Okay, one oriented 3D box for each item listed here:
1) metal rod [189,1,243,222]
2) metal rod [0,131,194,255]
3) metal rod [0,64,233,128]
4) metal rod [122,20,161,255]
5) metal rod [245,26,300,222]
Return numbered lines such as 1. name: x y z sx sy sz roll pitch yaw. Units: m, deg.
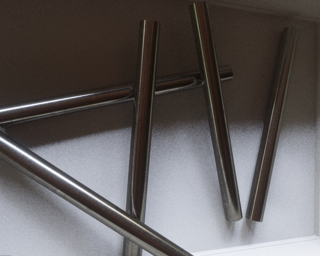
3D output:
1. metal rod: 0.078 -0.013 0.419 0.025 0.025 0.298 -16 103 -19
2. metal rod: -0.084 0.083 0.357 0.301 0.025 0.025 35 79 -8
3. metal rod: -0.041 -0.046 0.395 0.302 0.025 0.025 -14 95 -20
4. metal rod: -0.024 0.023 0.382 0.025 0.025 0.298 3 96 -20
5. metal rod: 0.173 -0.009 0.474 0.025 0.025 0.299 15 85 -20
